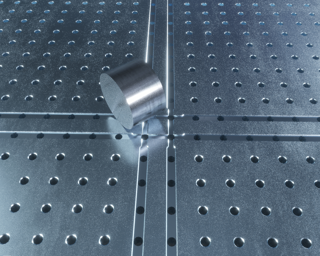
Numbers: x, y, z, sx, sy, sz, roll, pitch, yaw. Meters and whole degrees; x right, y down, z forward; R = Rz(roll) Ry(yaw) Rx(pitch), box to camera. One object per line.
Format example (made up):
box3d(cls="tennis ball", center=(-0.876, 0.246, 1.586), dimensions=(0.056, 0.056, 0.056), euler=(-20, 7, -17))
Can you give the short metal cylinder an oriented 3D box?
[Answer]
box3d(cls="short metal cylinder", center=(-0.037, -0.045, 0.410), dimensions=(0.050, 0.080, 0.080), euler=(-30, 56, -23))
